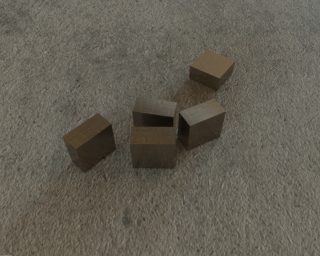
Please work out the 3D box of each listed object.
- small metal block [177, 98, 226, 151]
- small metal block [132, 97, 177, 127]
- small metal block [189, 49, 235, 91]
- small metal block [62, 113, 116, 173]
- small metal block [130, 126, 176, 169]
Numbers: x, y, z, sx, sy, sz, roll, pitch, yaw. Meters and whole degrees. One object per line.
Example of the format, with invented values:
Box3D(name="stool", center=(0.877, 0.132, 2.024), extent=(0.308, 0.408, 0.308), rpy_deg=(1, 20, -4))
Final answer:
Box3D(name="small metal block", center=(0.051, -0.004, 0.390), extent=(0.050, 0.050, 0.025), rpy_deg=(-22, 54, -17))
Box3D(name="small metal block", center=(-0.006, -0.010, 0.395), extent=(0.050, 0.050, 0.025), rpy_deg=(8, 51, 7))
Box3D(name="small metal block", center=(0.080, -0.090, 0.479), extent=(0.050, 0.025, 0.050), rpy_deg=(29, 56, 22))
Box3D(name="small metal block", center=(-0.082, 0.018, 0.371), extent=(0.025, 0.050, 0.050), rpy_deg=(36, 59, 26))
Box3D(name="small metal block", center=(-0.008, 0.024, 0.367), extent=(0.050, 0.050, 0.025), rpy_deg=(1, 50, 0))
